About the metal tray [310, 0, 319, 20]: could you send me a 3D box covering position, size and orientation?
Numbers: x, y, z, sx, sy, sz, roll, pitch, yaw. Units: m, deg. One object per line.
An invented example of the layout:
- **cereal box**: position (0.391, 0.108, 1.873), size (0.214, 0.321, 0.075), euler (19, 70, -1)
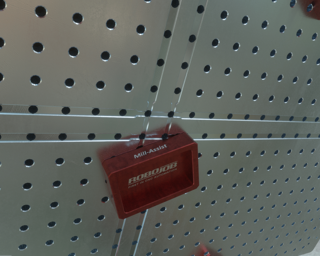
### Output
- **metal tray**: position (0.257, -0.218, 0.412), size (0.090, 0.030, 0.130), euler (34, 99, -39)

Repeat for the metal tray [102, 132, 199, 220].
- **metal tray**: position (-0.009, 0.068, 0.444), size (0.131, 0.030, 0.089), euler (-19, 126, -18)
